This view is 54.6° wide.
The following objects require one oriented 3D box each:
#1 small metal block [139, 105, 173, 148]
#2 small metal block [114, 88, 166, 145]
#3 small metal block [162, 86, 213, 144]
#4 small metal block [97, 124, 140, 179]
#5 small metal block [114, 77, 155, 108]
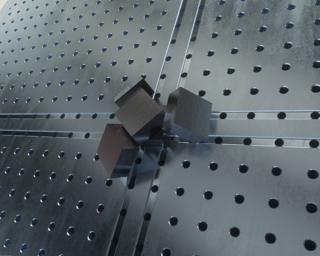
[{"bbox_3d":[-0.009,-0.003,0.416,0.050,0.025,0.050,2,65,29],"label":"small metal block"},{"bbox_3d":[-0.023,-0.015,0.398,0.050,0.025,0.050,-41,51,-1],"label":"small metal block"},{"bbox_3d":[0.034,-0.015,0.381,0.025,0.050,0.050,-29,43,53],"label":"small metal block"},{"bbox_3d":[-0.056,0.029,0.404,0.050,0.025,0.050,53,130,39],"label":"small metal block"},{"bbox_3d":[-0.038,-0.047,0.442,0.050,0.025,0.050,-40,15,1],"label":"small metal block"}]
